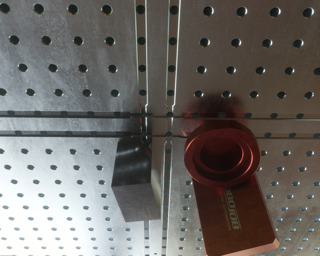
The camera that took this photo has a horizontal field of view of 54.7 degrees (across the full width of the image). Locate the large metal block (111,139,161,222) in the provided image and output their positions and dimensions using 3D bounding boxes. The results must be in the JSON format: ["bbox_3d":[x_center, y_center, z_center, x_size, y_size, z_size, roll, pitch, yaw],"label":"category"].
[{"bbox_3d":[-0.030,0.074,0.438,0.050,0.080,0.080,-7,130,6],"label":"large metal block"}]

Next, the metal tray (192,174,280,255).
[{"bbox_3d":[0.100,0.110,0.435,0.090,0.130,0.030,-22,139,17],"label":"metal tray"}]

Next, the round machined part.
[{"bbox_3d":[0.082,0.030,0.420,0.099,0.042,0.097,2,121,3],"label":"round machined part"}]
